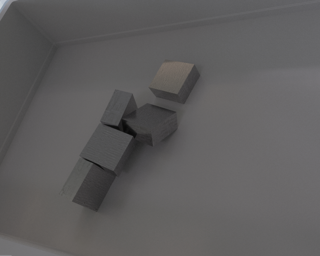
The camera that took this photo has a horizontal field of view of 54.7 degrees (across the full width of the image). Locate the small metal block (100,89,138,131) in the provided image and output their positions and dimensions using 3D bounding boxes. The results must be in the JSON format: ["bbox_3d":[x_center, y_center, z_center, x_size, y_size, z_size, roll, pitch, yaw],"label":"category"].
[{"bbox_3d":[-0.053,-0.016,0.424,0.025,0.050,0.050,15,66,14],"label":"small metal block"}]

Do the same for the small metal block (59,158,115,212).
[{"bbox_3d":[-0.091,0.073,0.393,0.025,0.050,0.050,16,70,34],"label":"small metal block"}]

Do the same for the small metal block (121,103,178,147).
[{"bbox_3d":[-0.013,-0.006,0.401,0.050,0.025,0.050,20,39,35],"label":"small metal block"}]

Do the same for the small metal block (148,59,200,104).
[{"bbox_3d":[0.020,-0.066,0.436,0.050,0.025,0.050,19,71,35],"label":"small metal block"}]

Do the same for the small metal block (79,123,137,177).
[{"bbox_3d":[-0.065,0.028,0.397,0.050,0.025,0.050,21,68,17],"label":"small metal block"}]
